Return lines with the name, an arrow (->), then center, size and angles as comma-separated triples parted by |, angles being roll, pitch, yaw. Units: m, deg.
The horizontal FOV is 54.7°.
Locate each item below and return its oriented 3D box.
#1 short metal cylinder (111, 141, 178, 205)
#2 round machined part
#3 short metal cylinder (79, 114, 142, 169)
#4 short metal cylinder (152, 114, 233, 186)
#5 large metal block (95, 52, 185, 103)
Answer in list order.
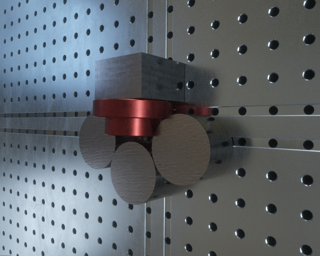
short metal cylinder -> -0.019, 0.057, 0.410 | 0.080, 0.050, 0.079 | 0, 90, 40
round machined part -> -0.034, -0.012, 0.388 | 0.098, 0.099, 0.042 | 3, 91, 40
short metal cylinder -> -0.073, 0.018, 0.454 | 0.080, 0.050, 0.079 | 0, 90, 40
short metal cylinder -> 0.037, 0.024, 0.363 | 0.080, 0.050, 0.079 | 0, 90, 40
large metal block -> -0.025, -0.059, 0.394 | 0.080, 0.081, 0.050 | 1, 91, 40
